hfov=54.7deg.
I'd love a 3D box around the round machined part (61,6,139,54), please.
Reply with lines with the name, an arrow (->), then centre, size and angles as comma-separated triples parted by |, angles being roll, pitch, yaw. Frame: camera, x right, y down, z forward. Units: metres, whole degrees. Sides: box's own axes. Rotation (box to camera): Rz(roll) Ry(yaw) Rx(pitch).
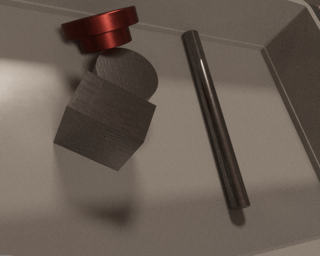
round machined part -> -0.075, -0.129, 0.411 | 0.099, 0.098, 0.042 | -34, 120, -38

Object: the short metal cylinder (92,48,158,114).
short metal cylinder -> -0.049, -0.056, 0.398 | 0.081, 0.050, 0.080 | 14, 56, -21

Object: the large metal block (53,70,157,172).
large metal block -> -0.062, -0.004, 0.340 | 0.080, 0.080, 0.050 | 27, 52, -12

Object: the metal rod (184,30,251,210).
metal rod -> 0.079, -0.029, 0.467 | 0.025, 0.025, 0.299 | 4, 60, -27
